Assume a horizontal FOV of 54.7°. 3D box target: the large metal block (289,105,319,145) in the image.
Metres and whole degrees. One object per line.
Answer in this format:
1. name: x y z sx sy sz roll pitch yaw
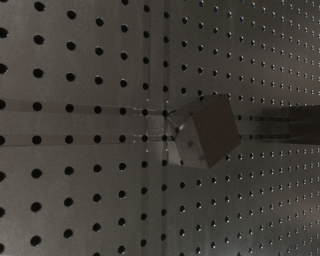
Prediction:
1. large metal block: 0.321 -0.006 0.647 0.050 0.080 0.079 1 90 -40

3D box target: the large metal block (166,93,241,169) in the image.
1. large metal block: 0.065 0.003 0.450 0.081 0.050 0.080 -31 110 -36
